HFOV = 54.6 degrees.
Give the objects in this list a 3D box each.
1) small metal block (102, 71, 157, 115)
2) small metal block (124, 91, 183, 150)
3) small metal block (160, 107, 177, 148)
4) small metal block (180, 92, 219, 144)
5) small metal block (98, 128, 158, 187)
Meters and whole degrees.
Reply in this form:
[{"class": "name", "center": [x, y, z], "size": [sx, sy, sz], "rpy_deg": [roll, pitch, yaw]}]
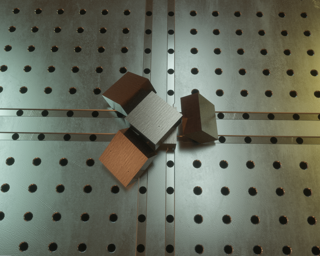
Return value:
[{"class": "small metal block", "center": [-0.041, -0.046, 0.415], "size": [0.050, 0.025, 0.050], "rpy_deg": [-45, 40, -15]}, {"class": "small metal block", "center": [-0.008, -0.009, 0.388], "size": [0.050, 0.025, 0.050], "rpy_deg": [40, 74, 12]}, {"class": "small metal block", "center": [-0.003, -0.001, 0.412], "size": [0.050, 0.025, 0.050], "rpy_deg": [1, 73, 0]}, {"class": "small metal block", "center": [0.051, -0.011, 0.400], "size": [0.025, 0.050, 0.050], "rpy_deg": [-15, 67, 30]}, {"class": "small metal block", "center": [-0.040, 0.036, 0.385], "size": [0.050, 0.025, 0.050], "rpy_deg": [43, 113, 14]}]
